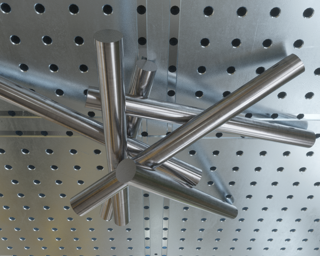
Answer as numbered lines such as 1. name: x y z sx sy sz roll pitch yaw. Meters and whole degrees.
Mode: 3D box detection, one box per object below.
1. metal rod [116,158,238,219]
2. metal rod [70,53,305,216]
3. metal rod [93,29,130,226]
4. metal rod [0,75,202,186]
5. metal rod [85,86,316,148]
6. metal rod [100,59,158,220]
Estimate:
1. metal rod: 0.045 0.094 0.422 0.025 0.025 0.301 -27 147 21
2. metal rod: 0.028 0.010 0.354 0.300 0.025 0.025 -33 125 4
3. metal rod: -0.051 0.029 0.368 0.025 0.025 0.298 2 133 -2
4. metal rod: -0.083 0.002 0.386 0.301 0.025 0.025 26 126 -11
5. metal rod: 0.062 -0.009 0.383 0.302 0.025 0.025 10 130 -17
6. metal rod: -0.053 0.039 0.443 0.025 0.025 0.298 11 129 -10
